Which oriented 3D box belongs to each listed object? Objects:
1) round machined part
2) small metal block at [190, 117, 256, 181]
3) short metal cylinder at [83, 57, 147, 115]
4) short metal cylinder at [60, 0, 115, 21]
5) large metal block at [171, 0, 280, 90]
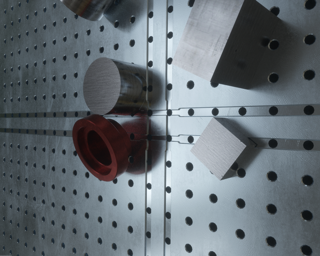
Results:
[{"bbox_3d":[-0.080,0.025,0.450,0.098,0.042,0.097,23,127,34],"label":"round machined part"},{"bbox_3d":[0.070,0.023,0.351,0.050,0.025,0.050,45,117,30],"label":"small metal block"},{"bbox_3d":[-0.066,-0.058,0.448,0.080,0.050,0.080,0,90,40],"label":"short metal cylinder"},{"bbox_3d":[-0.108,-0.208,0.463,0.050,0.081,0.080,-41,65,32],"label":"short metal cylinder"},{"bbox_3d":[0.068,-0.089,0.317,0.050,0.081,0.079,33,111,35],"label":"large metal block"}]
